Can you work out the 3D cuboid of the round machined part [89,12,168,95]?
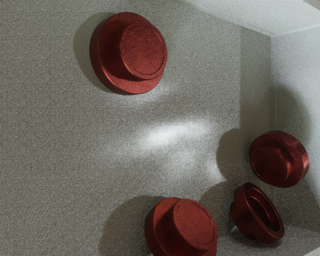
[{"bbox_3d":[-0.030,-0.089,0.370,0.099,0.042,0.097,0,90,-40],"label":"round machined part"}]

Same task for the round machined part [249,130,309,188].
[{"bbox_3d":[0.192,0.057,0.520,0.042,0.098,0.097,-24,106,-37],"label":"round machined part"}]

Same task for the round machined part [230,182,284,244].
[{"bbox_3d":[0.152,0.141,0.502,0.098,0.042,0.098,35,30,-23],"label":"round machined part"}]

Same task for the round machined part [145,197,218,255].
[{"bbox_3d":[0.033,0.129,0.389,0.098,0.042,0.098,26,35,-19],"label":"round machined part"}]
